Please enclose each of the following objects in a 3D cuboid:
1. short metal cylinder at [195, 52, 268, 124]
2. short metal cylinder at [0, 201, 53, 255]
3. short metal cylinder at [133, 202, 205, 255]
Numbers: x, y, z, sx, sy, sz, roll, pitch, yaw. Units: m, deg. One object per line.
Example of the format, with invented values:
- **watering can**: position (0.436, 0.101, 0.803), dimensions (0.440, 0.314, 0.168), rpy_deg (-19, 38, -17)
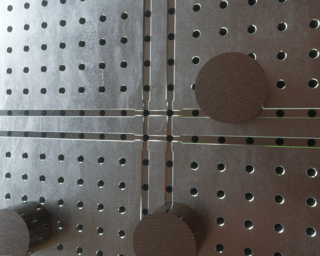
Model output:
- **short metal cylinder**: position (0.087, -0.045, 0.369), dimensions (0.080, 0.050, 0.079), rpy_deg (0, 90, 20)
- **short metal cylinder**: position (-0.214, 0.158, 0.475), dimensions (0.080, 0.050, 0.079), rpy_deg (0, 90, 20)
- **short metal cylinder**: position (0.013, 0.140, 0.395), dimensions (0.080, 0.050, 0.079), rpy_deg (0, 90, 20)
